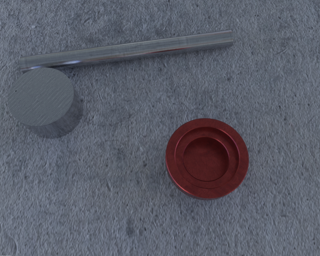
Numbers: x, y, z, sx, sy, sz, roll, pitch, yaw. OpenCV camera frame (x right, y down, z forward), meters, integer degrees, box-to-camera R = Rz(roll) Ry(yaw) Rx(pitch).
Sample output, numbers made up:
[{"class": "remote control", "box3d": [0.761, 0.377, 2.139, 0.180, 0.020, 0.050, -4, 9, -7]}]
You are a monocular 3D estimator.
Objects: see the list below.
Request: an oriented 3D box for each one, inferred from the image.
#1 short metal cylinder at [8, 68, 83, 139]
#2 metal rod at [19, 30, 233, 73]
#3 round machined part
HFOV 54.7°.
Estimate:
[{"class": "short metal cylinder", "box3d": [-0.147, -0.031, 0.405, 0.081, 0.050, 0.080, 0, 70, 0]}, {"class": "metal rod", "box3d": [-0.045, -0.111, 0.448, 0.302, 0.025, 0.025, -8, 70, -3]}, {"class": "round machined part", "box3d": [0.056, 0.041, 0.385, 0.099, 0.042, 0.098, 0, 70, 0]}]
